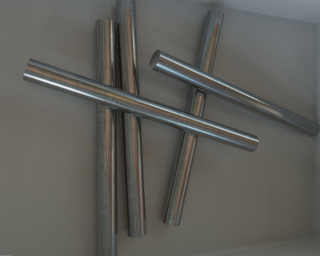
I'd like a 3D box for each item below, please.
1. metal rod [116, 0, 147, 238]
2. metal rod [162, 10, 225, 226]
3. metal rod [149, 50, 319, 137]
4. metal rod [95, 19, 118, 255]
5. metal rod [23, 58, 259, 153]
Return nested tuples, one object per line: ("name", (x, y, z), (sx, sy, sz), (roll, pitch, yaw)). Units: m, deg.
("metal rod", (-0.037, -0.012, 0.397), (0.025, 0.025, 0.298), (-3, 91, -20))
("metal rod", (0.047, -0.017, 0.429), (0.025, 0.025, 0.298), (14, 85, -20))
("metal rod", (0.122, -0.039, 0.437), (0.302, 0.025, 0.025), (18, 84, -27))
("metal rod", (-0.067, 0.017, 0.386), (0.025, 0.025, 0.298), (-1, 90, -20))
("metal rod", (-0.006, -0.020, 0.381), (0.302, 0.025, 0.025), (17, 84, -20))
